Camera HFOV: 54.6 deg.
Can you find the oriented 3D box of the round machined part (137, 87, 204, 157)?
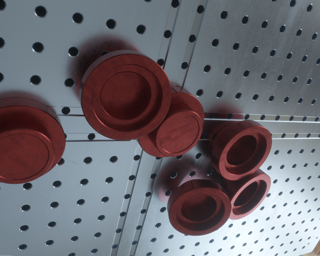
[{"bbox_3d":[0.017,-0.002,0.408,0.099,0.042,0.097,-14,124,-21],"label":"round machined part"}]

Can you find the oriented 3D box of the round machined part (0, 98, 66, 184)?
[{"bbox_3d":[-0.151,0.020,0.330,0.099,0.042,0.097,-14,124,-21],"label":"round machined part"}]

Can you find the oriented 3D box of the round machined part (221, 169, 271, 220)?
[{"bbox_3d":[0.141,0.108,0.538,0.099,0.042,0.097,-19,129,-25],"label":"round machined part"}]

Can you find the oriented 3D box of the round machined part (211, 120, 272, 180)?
[{"bbox_3d":[0.122,0.030,0.484,0.099,0.042,0.097,-13,123,-21],"label":"round machined part"}]

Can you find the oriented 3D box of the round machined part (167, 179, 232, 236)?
[{"bbox_3d":[0.060,0.121,0.494,0.099,0.042,0.097,-3,117,-5],"label":"round machined part"}]

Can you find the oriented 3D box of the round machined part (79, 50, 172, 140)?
[{"bbox_3d":[-0.040,-0.039,0.348,0.099,0.042,0.097,-8,117,-17],"label":"round machined part"}]
